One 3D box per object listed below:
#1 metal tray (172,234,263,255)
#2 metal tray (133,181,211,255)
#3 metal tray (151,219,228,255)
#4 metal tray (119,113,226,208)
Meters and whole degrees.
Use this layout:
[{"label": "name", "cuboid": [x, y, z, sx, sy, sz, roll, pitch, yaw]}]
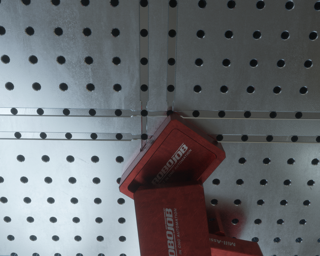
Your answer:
[{"label": "metal tray", "cuboid": [0.074, 0.201, 0.452, 0.131, 0.030, 0.089, 12, 110, -5]}, {"label": "metal tray", "cuboid": [0.019, 0.140, 0.409, 0.090, 0.030, 0.129, -7, 90, 5]}, {"label": "metal tray", "cuboid": [0.050, 0.206, 0.487, 0.130, 0.030, 0.090, -22, 109, 8]}, {"label": "metal tray", "cuboid": [0.015, 0.055, 0.430, 0.090, 0.030, 0.130, 34, 106, -12]}]
